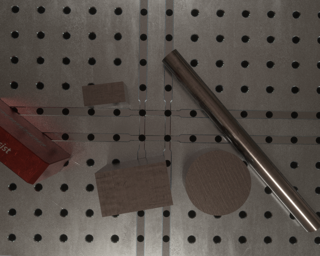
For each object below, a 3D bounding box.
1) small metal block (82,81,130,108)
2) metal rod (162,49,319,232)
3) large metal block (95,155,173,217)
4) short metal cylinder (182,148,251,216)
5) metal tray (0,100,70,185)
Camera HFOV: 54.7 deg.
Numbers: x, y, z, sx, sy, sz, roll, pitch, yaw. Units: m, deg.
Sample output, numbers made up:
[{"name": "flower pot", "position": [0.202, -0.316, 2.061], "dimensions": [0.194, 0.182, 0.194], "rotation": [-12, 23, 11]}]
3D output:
[{"name": "small metal block", "position": [-0.068, -0.041, 0.400], "dimensions": [0.050, 0.050, 0.025], "rotation": [-7, 90, 0]}, {"name": "metal rod", "position": [0.109, 0.017, 0.414], "dimensions": [0.025, 0.025, 0.300], "rotation": [-41, 91, 0]}, {"name": "large metal block", "position": [-0.029, 0.068, 0.386], "dimensions": [0.080, 0.080, 0.050], "rotation": [-10, 90, 0]}, {"name": "short metal cylinder", "position": [0.071, 0.067, 0.402], "dimensions": [0.081, 0.050, 0.079], "rotation": [0, 90, -1]}, {"name": "metal tray", "position": [-0.181, 0.010, 0.378], "dimensions": [0.130, 0.090, 0.030], "rotation": [39, 90, -1]}]
